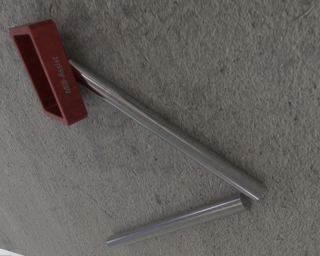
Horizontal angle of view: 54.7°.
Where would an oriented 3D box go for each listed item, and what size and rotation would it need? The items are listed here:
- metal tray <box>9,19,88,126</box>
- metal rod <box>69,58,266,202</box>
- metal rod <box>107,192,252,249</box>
[{"bbox_3d":[-0.149,-0.073,0.414,0.090,0.030,0.129,17,130,49],"label":"metal tray"},{"bbox_3d":[0.002,-0.001,0.405,0.301,0.025,0.025,34,129,5],"label":"metal rod"},{"bbox_3d":[0.011,0.156,0.497,0.299,0.025,0.025,-31,101,38],"label":"metal rod"}]
